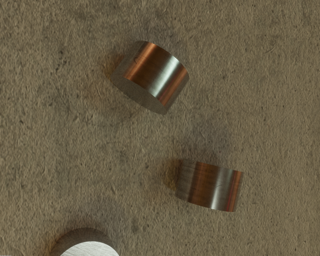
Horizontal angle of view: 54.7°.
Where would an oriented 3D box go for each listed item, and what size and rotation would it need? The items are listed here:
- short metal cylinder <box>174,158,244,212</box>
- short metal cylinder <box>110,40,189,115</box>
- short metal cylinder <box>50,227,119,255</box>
[{"bbox_3d":[0.064,0.073,0.403,0.081,0.080,0.050,15,85,-20],"label":"short metal cylinder"},{"bbox_3d":[-0.012,-0.059,0.375,0.080,0.080,0.050,36,79,-17],"label":"short metal cylinder"},{"bbox_3d":[-0.088,0.164,0.363,0.081,0.050,0.080,0,90,-20],"label":"short metal cylinder"}]
